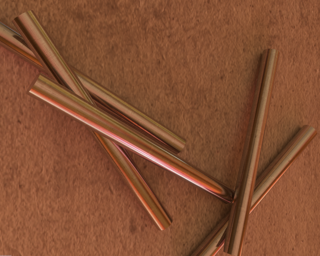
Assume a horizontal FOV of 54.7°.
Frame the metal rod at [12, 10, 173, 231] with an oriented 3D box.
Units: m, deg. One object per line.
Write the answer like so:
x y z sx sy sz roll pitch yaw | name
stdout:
-0.068 0.006 0.367 0.025 0.025 0.299 -37 109 -16 | metal rod

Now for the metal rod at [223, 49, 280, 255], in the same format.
0.133 0.027 0.445 0.025 0.025 0.299 19 78 -20 | metal rod

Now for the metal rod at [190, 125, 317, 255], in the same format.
0.137 0.104 0.461 0.301 0.025 0.025 -44 104 -15 | metal rod

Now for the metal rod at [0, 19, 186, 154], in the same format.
-0.094 -0.052 0.374 0.301 0.025 0.025 33 79 -18 | metal rod

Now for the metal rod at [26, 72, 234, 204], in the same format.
-0.012 0.027 0.373 0.301 0.025 0.025 33 79 -30 | metal rod
